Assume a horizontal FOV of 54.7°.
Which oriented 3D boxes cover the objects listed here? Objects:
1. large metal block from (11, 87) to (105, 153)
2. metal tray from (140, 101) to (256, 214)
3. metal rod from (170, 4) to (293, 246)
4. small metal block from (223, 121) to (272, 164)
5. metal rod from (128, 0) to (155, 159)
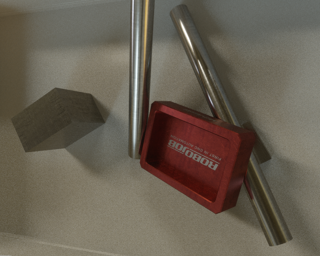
[{"bbox_3d":[-0.138,-0.010,0.428,0.080,0.080,0.050,-30,81,17],"label":"large metal block"},{"bbox_3d":[0.036,0.028,0.360,0.130,0.030,0.089,25,110,41],"label":"metal tray"},{"bbox_3d":[0.074,-0.017,0.360,0.025,0.025,0.299,-26,73,18],"label":"metal rod"},{"bbox_3d":[0.099,0.025,0.375,0.050,0.025,0.050,-31,80,17],"label":"small metal block"},{"bbox_3d":[-0.021,-0.091,0.344,0.025,0.025,0.298,17,124,19],"label":"metal rod"}]
